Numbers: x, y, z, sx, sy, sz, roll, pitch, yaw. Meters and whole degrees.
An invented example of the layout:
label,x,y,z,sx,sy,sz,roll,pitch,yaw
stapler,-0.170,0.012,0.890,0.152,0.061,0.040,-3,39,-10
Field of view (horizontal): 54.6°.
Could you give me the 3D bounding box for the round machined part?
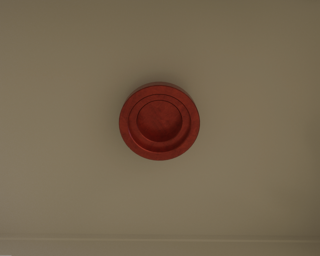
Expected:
label,x,y,z,sx,sy,sz,roll,pitch,yaw
round machined part,-0.001,-0.011,0.395,0.099,0.042,0.097,0,110,0
